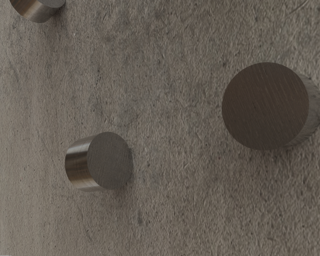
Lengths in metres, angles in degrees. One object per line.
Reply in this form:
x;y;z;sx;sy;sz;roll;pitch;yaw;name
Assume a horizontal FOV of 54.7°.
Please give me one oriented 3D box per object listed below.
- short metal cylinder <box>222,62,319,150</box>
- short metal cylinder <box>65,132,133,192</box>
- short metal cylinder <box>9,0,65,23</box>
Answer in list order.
0.108;-0.020;0.299;0.080;0.050;0.080;0;90;40;short metal cylinder
-0.086;0.049;0.440;0.050;0.081;0.080;-15;81;39;short metal cylinder
-0.217;-0.236;0.549;0.050;0.081;0.080;-25;75;37;short metal cylinder
